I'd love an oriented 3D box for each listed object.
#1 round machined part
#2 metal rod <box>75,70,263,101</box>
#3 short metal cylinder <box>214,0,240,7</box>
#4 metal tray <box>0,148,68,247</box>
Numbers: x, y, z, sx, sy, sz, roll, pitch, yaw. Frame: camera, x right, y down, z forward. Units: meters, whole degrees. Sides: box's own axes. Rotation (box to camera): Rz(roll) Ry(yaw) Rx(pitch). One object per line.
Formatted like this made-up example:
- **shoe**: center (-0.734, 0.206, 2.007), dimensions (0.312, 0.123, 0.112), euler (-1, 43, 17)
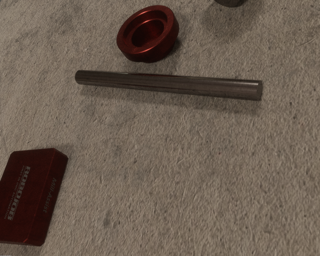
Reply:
- **round machined part**: center (-0.015, -0.142, 0.486), dimensions (0.098, 0.042, 0.098), euler (-13, 56, 20)
- **metal rod**: center (-0.008, -0.065, 0.446), dimensions (0.300, 0.025, 0.025), euler (9, 67, 31)
- **short metal cylinder**: center (0.101, -0.227, 0.455), dimensions (0.050, 0.080, 0.080), euler (-47, 52, -5)
- **metal tray**: center (-0.190, 0.095, 0.440), dimensions (0.090, 0.030, 0.130), euler (-6, 59, 24)
